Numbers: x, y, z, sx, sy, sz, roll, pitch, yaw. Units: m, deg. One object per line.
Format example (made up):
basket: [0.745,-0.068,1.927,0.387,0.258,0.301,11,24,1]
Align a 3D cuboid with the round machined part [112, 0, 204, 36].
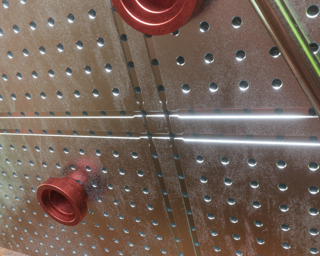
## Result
round machined part: [0.000,-0.147,0.310,0.098,0.042,0.097,13,124,21]

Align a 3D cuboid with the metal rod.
metal rod: [0.090,-0.129,0.283,0.025,0.025,0.299,-28,104,37]

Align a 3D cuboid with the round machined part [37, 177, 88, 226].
round machined part: [-0.174,0.130,0.573,0.098,0.042,0.097,13,124,21]
